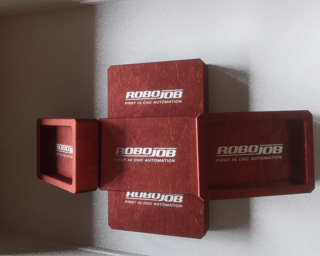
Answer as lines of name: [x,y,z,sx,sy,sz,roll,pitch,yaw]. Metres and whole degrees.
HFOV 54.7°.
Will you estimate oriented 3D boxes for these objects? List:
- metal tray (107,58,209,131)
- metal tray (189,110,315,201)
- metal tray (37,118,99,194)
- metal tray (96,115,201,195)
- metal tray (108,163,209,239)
metal tray: [-0.004,-0.039,0.406,0.130,0.030,0.089,0,90,19]
metal tray: [0.100,0.027,0.338,0.131,0.030,0.089,-2,90,-10]
metal tray: [-0.129,0.032,0.419,0.130,0.030,0.089,2,92,49]
metal tray: [-0.013,0.031,0.379,0.130,0.030,0.089,-1,90,19]
metal tray: [-0.003,0.090,0.406,0.130,0.030,0.089,0,90,19]
